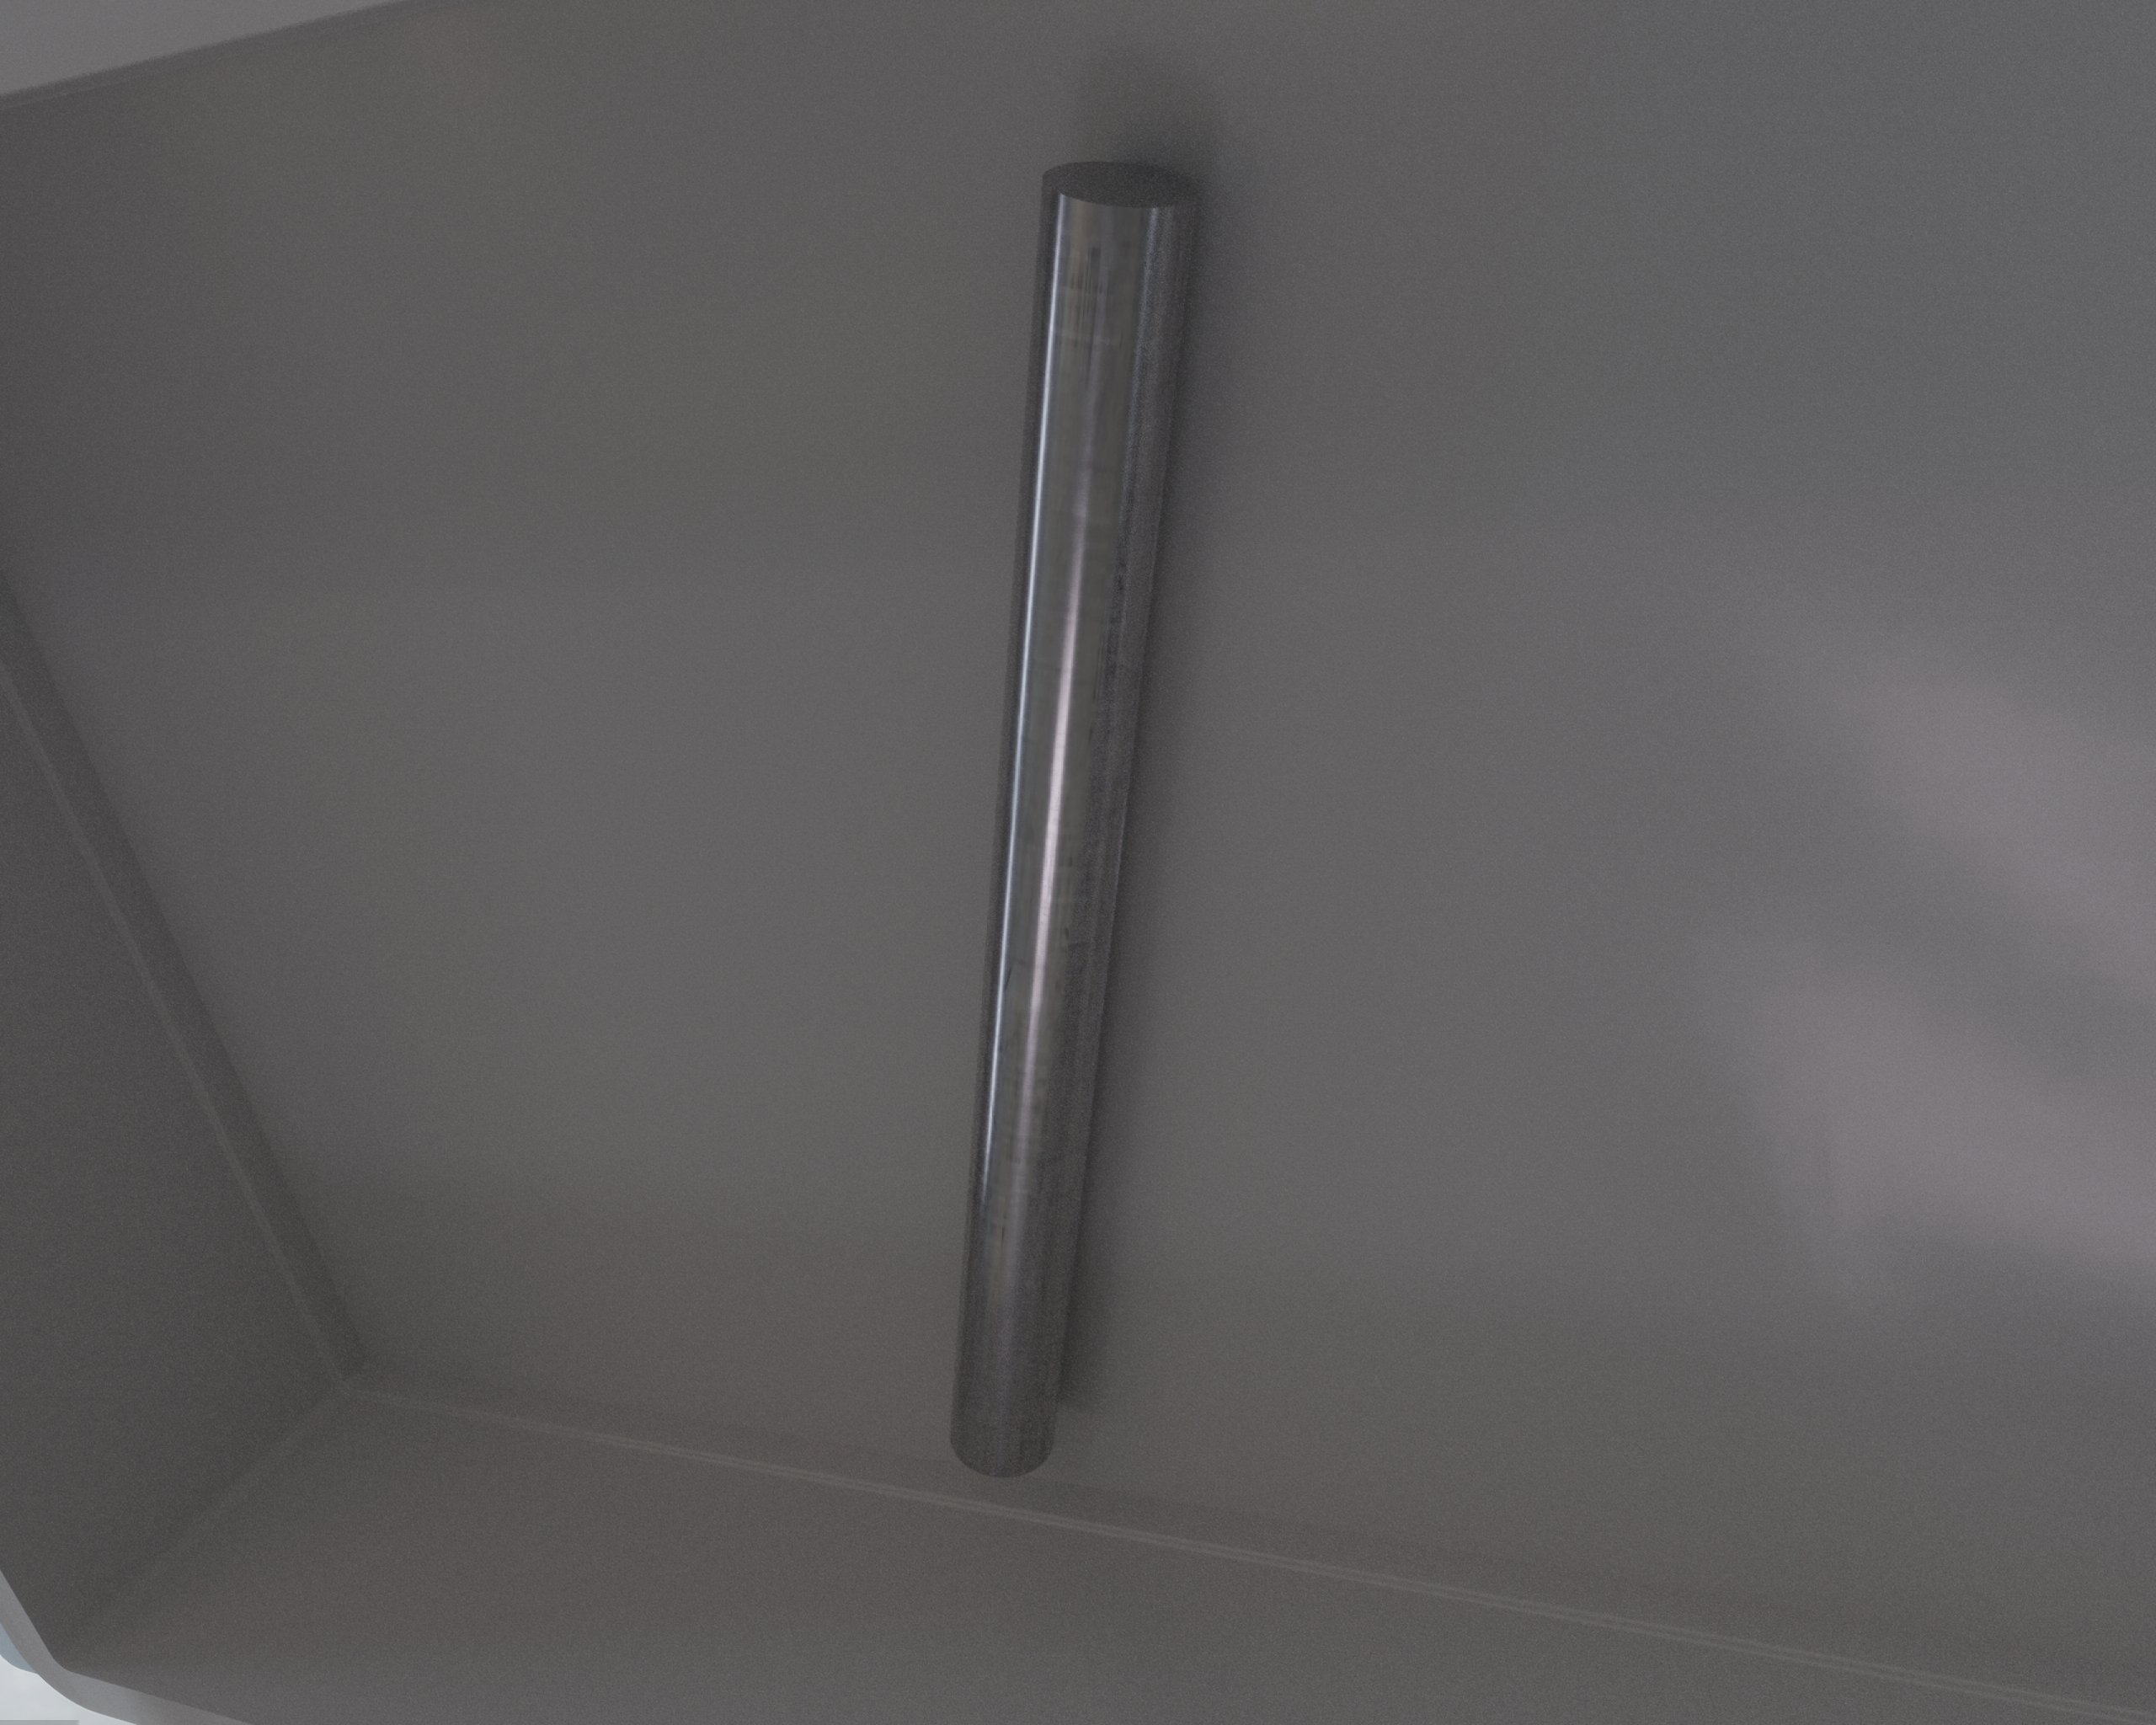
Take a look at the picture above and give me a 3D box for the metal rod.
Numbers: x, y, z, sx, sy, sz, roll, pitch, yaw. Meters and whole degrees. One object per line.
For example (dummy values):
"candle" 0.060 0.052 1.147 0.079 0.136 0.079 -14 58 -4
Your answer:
"metal rod" -0.006 0.014 0.418 0.025 0.025 0.298 18 126 18
